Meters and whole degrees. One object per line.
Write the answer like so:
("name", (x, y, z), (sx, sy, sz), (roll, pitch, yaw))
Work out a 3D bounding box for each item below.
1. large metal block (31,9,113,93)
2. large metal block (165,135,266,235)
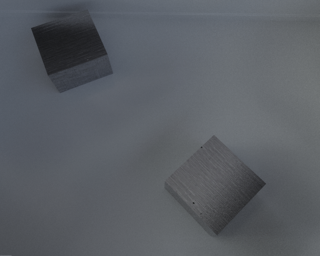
("large metal block", (-0.121, -0.107, 0.435), (0.080, 0.050, 0.080), (-22, 72, -8))
("large metal block", (0.062, 0.069, 0.371), (0.080, 0.050, 0.080), (-42, 75, -14))
